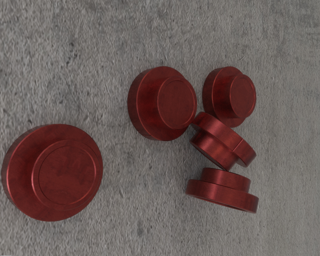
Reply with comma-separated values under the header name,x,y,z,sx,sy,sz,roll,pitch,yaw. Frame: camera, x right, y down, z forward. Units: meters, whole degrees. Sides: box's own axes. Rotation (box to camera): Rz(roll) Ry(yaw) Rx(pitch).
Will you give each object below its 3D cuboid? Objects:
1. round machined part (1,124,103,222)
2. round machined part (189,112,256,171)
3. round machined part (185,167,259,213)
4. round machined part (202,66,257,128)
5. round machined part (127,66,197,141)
name,x,y,z,sx,sy,sz,roll,pitch,yaw
round machined part,-0.100,0.045,0.310,0.099,0.042,0.097,0,90,-40
round machined part,0.080,0.024,0.429,0.042,0.098,0.098,-50,122,-3
round machined part,0.088,0.084,0.431,0.098,0.098,0.042,26,74,-37
round machined part,0.116,-0.049,0.490,0.099,0.042,0.097,0,90,-40
round machined part,0.010,-0.031,0.402,0.099,0.042,0.097,0,90,-40
